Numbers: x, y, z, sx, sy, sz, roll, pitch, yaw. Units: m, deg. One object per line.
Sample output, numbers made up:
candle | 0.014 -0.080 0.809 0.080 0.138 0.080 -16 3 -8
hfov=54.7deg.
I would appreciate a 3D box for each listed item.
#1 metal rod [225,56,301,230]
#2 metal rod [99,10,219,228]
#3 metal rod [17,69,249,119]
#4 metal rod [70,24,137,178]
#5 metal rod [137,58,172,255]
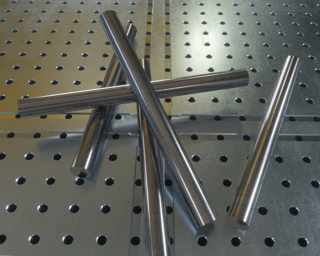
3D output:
metal rod | 0.147 -0.003 0.411 0.025 0.025 0.301 21 53 16
metal rod | -0.011 -0.026 0.376 0.025 0.025 0.299 -20 69 -16
metal rod | -0.028 -0.048 0.413 0.302 0.025 0.025 -9 51 -9
metal rod | -0.073 -0.062 0.458 0.025 0.025 0.300 6 50 5
metal rod | -0.015 0.014 0.395 0.025 0.025 0.300 -4 50 -4
